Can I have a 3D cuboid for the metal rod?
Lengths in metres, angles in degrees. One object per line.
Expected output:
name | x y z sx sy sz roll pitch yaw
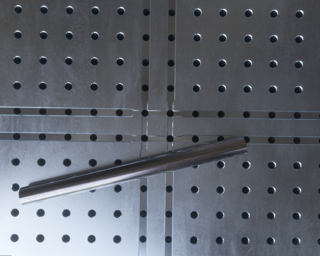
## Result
metal rod | -0.035 0.057 0.413 0.301 0.025 0.025 -13 90 0
